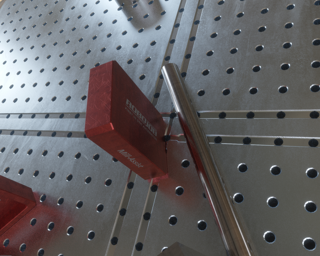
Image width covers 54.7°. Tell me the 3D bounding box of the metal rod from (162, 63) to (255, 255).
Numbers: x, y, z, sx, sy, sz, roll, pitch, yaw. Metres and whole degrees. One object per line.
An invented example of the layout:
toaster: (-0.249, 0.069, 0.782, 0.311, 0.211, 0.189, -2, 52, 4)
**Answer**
metal rod: (0.049, 0.030, 0.364, 0.025, 0.025, 0.299, -26, 53, 12)

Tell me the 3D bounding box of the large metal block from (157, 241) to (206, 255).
large metal block: (0.029, 0.153, 0.264, 0.050, 0.080, 0.080, -38, 51, 3)

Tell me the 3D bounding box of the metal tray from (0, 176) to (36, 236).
metal tray: (-0.251, 0.122, 0.423, 0.130, 0.090, 0.030, -41, 51, 0)

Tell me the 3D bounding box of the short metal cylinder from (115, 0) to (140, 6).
short metal cylinder: (-0.064, -0.285, 0.601, 0.080, 0.050, 0.080, -13, 56, 21)

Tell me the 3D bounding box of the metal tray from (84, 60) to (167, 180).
metal tray: (-0.034, -0.004, 0.361, 0.030, 0.130, 0.090, -17, 55, 19)
